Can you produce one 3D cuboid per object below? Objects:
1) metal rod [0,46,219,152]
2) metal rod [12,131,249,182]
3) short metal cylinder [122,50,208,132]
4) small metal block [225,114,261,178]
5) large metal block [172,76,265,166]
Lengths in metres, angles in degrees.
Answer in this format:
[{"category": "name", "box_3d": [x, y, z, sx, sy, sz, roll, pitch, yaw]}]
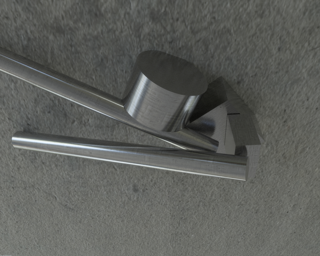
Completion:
[{"category": "metal rod", "box_3d": [-0.076, -0.033, 0.342, 0.301, 0.025, 0.025, 23, 127, -5]}, {"category": "metal rod", "box_3d": [-0.052, 0.028, 0.362, 0.301, 0.025, 0.025, 5, 134, 23]}, {"category": "short metal cylinder", "box_3d": [0.005, -0.041, 0.339, 0.081, 0.080, 0.050, 16, 128, -14]}, {"category": "small metal block", "box_3d": [0.089, 0.020, 0.341, 0.025, 0.050, 0.050, -3, 130, 3]}, {"category": "large metal block", "box_3d": [0.069, -0.004, 0.388, 0.080, 0.050, 0.080, -33, 123, 26]}]
